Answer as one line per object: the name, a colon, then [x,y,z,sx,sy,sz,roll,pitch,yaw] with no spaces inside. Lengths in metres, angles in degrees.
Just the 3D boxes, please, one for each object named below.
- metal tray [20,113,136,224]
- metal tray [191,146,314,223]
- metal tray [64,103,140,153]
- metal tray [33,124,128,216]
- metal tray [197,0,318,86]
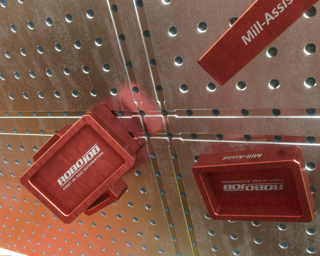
metal tray: [-0.108,0.054,0.417,0.130,0.030,0.090,-43,96,6]
metal tray: [0.116,0.074,0.391,0.130,0.030,0.090,-9,114,31]
metal tray: [-0.104,0.030,0.479,0.130,0.030,0.090,-31,102,37]
metal tray: [-0.123,0.067,0.472,0.130,0.030,0.090,49,128,-7]
metal tray: [0.095,-0.100,0.256,0.030,0.090,0.129,44,129,-3]
